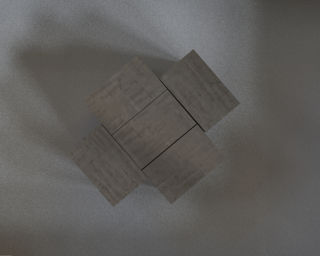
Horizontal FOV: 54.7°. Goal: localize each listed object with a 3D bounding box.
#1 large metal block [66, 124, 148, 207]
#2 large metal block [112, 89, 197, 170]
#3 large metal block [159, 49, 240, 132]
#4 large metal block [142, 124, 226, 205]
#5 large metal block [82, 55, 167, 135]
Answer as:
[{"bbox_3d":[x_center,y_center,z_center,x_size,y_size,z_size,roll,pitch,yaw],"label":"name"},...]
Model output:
[{"bbox_3d":[-0.059,0.041,0.382,0.050,0.080,0.080,-41,91,0],"label":"large metal block"},{"bbox_3d":[-0.006,0.001,0.383,0.080,0.080,0.050,-40,90,0],"label":"large metal block"},{"bbox_3d":[0.044,-0.042,0.384,0.050,0.080,0.080,-41,91,0],"label":"large metal block"},{"bbox_3d":[0.027,0.040,0.384,0.080,0.080,0.050,-40,90,0],"label":"large metal block"},{"bbox_3d":[-0.039,-0.037,0.382,0.080,0.080,0.050,-40,90,0],"label":"large metal block"}]
